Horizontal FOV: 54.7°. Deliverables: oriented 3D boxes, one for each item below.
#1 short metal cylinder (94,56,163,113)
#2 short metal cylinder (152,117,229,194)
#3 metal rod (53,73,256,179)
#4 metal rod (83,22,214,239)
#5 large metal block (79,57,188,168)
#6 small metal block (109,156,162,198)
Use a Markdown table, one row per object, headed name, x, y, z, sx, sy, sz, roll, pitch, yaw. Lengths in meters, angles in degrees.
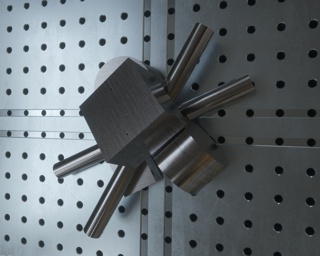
| name | x | y | z | sx | sy | sz | roll | pitch | yaw |
| --- | --- | --- | --- | --- | --- | --- | --- | --- | --- |
| short metal cylinder | -0.039 | -0.050 | 0.409 | 0.080 | 0.050 | 0.079 | 0 | 90 | 20 |
| short metal cylinder | 0.035 | 0.031 | 0.367 | 0.050 | 0.080 | 0.080 | -45 | 76 | 15 |
| metal rod | -0.020 | 0.005 | 0.416 | 0.300 | 0.025 | 0.025 | -25 | 82 | 18 |
| metal rod | -0.019 | 0.010 | 0.389 | 0.025 | 0.025 | 0.299 | 32 | 100 | 17 |
| large metal block | -0.030 | -0.014 | 0.339 | 0.080 | 0.050 | 0.080 | -42 | 60 | 16 |
| small metal block | -0.033 | 0.059 | 0.420 | 0.050 | 0.025 | 0.050 | -29 | 81 | 17 |
